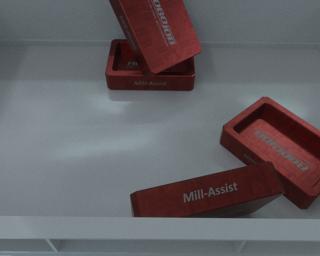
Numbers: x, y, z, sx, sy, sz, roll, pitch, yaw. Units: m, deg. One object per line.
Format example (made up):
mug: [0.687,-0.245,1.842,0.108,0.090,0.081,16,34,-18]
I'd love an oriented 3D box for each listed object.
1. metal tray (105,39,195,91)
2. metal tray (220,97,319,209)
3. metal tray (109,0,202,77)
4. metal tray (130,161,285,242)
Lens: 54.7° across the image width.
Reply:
metal tray: [-0.014,-0.100,0.485,0.131,0.030,0.090,1,50,0]
metal tray: [0.152,0.024,0.383,0.091,0.030,0.130,-33,58,-25]
metal tray: [-0.006,-0.148,0.431,0.091,0.129,0.030,-30,14,-23]
metal tray: [0.039,0.073,0.298,0.131,0.090,0.030,-11,65,-10]
